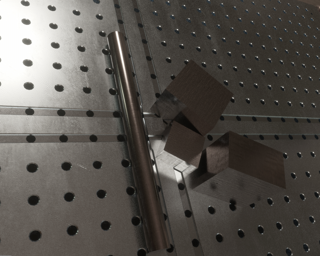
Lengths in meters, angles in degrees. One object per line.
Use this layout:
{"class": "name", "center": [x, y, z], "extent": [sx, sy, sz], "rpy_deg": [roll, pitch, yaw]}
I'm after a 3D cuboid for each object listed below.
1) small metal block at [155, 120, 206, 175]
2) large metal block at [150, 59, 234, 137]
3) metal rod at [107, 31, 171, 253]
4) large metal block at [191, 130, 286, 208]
{"class": "small metal block", "center": [0.028, 0.026, 0.409], "extent": [0.050, 0.025, 0.050], "rpy_deg": [28, 52, -11]}
{"class": "large metal block", "center": [0.047, -0.038, 0.442], "extent": [0.080, 0.050, 0.080], "rpy_deg": [39, 51, -2]}
{"class": "metal rod", "center": [-0.033, -0.001, 0.392], "extent": [0.025, 0.025, 0.299], "rpy_deg": [1, 61, -28]}
{"class": "large metal block", "center": [0.097, 0.056, 0.393], "extent": [0.080, 0.080, 0.050], "rpy_deg": [22, 54, -16]}
